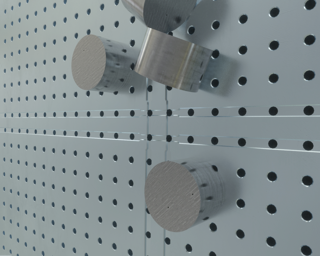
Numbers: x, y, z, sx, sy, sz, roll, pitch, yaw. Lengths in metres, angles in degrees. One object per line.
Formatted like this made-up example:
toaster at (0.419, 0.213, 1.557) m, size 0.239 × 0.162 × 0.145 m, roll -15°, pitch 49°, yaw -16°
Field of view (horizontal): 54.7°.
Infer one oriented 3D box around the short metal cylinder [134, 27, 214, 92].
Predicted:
short metal cylinder at (0.015, -0.079, 0.361) m, size 0.080 × 0.081 × 0.050 m, roll 32°, pitch 110°, yaw 35°

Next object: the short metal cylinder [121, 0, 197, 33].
short metal cylinder at (-0.001, -0.163, 0.374) m, size 0.050 × 0.081 × 0.080 m, roll 49°, pitch 119°, yaw 29°

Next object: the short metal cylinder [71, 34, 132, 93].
short metal cylinder at (-0.088, -0.095, 0.466) m, size 0.080 × 0.050 × 0.079 m, roll 0°, pitch 90°, yaw 40°

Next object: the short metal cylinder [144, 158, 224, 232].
short metal cylinder at (0.028, 0.077, 0.370) m, size 0.080 × 0.050 × 0.079 m, roll 0°, pitch 90°, yaw 40°
